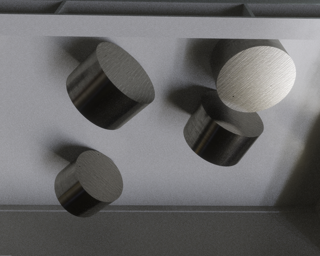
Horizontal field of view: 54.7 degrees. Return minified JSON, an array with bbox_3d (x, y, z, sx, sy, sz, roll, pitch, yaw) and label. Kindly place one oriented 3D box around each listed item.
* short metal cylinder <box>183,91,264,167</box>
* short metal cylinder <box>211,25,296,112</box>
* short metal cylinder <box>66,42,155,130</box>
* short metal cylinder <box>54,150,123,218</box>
[{"bbox_3d":[0.075,0.000,0.373,0.081,0.080,0.050,16,128,-14],"label":"short metal cylinder"},{"bbox_3d":[0.099,-0.064,0.339,0.081,0.050,0.079,0,130,0],"label":"short metal cylinder"},{"bbox_3d":[-0.052,-0.045,0.334,0.050,0.080,0.080,-37,121,27],"label":"short metal cylinder"},{"bbox_3d":[-0.100,0.079,0.439,0.080,0.080,0.050,37,121,-27],"label":"short metal cylinder"}]
